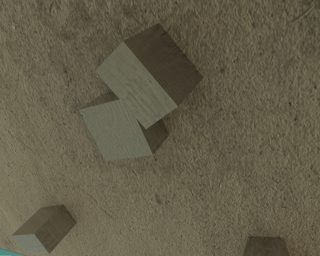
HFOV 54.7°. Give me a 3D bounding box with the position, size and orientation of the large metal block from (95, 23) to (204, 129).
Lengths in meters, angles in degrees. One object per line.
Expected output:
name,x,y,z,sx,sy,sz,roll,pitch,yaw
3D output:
large metal block,-0.008,-0.059,0.339,0.080,0.080,0.050,50,129,-7

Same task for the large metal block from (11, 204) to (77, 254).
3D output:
large metal block,-0.230,0.202,0.618,0.080,0.080,0.050,-17,109,35

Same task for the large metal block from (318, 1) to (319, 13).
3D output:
large metal block,0.168,-0.095,0.224,0.080,0.080,0.050,-28,103,37

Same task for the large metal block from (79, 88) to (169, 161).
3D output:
large metal block,-0.046,-0.007,0.411,0.080,0.050,0.080,-10,113,32

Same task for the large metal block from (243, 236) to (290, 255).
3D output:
large metal block,0.148,0.208,0.422,0.050,0.080,0.080,-10,113,32
